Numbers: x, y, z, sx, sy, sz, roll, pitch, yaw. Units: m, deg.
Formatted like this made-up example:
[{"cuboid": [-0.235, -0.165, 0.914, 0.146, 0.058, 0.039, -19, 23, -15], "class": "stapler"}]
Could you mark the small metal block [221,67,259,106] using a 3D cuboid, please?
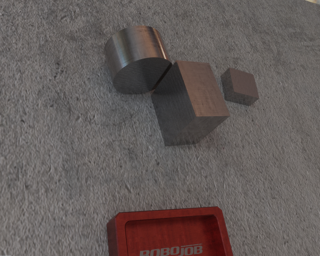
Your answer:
[{"cuboid": [0.133, -0.068, 0.517, 0.050, 0.025, 0.050, 11, 57, -22], "class": "small metal block"}]

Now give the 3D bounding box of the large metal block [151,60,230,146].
[{"cuboid": [0.036, -0.030, 0.406, 0.050, 0.080, 0.080, -2, 63, -29], "class": "large metal block"}]

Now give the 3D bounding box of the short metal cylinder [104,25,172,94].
[{"cuboid": [-0.028, -0.087, 0.406, 0.081, 0.080, 0.050, -5, 64, -31], "class": "short metal cylinder"}]

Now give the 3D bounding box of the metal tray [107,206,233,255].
[{"cuboid": [0.015, 0.134, 0.326, 0.131, 0.030, 0.090, 4, 60, -26], "class": "metal tray"}]
